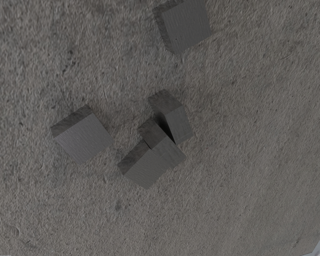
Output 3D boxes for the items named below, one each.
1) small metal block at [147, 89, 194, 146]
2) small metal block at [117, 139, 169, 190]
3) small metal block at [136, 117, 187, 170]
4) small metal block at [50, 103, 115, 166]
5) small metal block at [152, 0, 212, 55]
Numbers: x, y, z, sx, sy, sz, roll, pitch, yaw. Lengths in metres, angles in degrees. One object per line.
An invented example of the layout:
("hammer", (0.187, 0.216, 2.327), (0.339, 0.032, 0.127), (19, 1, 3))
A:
("small metal block", (0.013, -0.014, 0.389), (0.025, 0.050, 0.050), (-30, 129, -9))
("small metal block", (-0.021, 0.051, 0.427), (0.050, 0.025, 0.050), (-46, 129, 4))
("small metal block", (0.002, 0.020, 0.404), (0.025, 0.050, 0.050), (-42, 129, 0))
("small metal block", (-0.090, 0.008, 0.363), (0.050, 0.025, 0.050), (-34, 129, -6))
("small metal block", (0.026, -0.118, 0.347), (0.050, 0.025, 0.050), (-31, 129, -9))
